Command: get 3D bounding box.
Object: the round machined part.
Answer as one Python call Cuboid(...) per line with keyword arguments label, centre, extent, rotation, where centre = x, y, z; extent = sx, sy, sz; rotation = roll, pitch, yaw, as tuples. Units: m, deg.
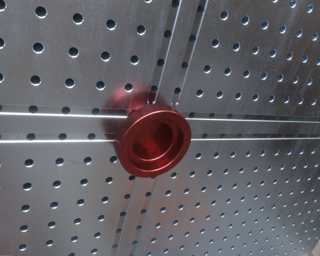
Cuboid(label="round machined part", centre=(-0.012, 0.013, 0.401), extent=(0.099, 0.042, 0.097), rotation=(-14, 124, -21))
